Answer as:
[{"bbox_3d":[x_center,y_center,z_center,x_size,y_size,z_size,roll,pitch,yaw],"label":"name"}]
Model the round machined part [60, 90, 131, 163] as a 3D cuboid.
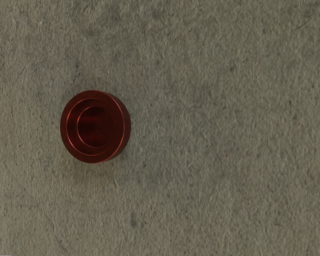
[{"bbox_3d":[-0.084,-0.002,0.428,0.098,0.042,0.097,0,90,19],"label":"round machined part"}]
